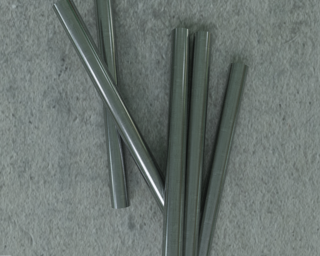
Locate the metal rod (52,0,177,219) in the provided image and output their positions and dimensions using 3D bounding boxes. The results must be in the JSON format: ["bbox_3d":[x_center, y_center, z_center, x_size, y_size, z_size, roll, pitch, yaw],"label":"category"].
[{"bbox_3d":[-0.048,-0.014,0.386,0.025,0.025,0.299,-27,99,0],"label":"metal rod"}]

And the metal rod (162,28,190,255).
[{"bbox_3d":[0.021,0.020,0.392,0.025,0.025,0.298,3,83,-1],"label":"metal rod"}]

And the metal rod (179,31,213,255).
[{"bbox_3d":[0.045,0.025,0.401,0.025,0.025,0.298,5,86,-1],"label":"metal rod"}]

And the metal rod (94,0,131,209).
[{"bbox_3d":[-0.064,-0.045,0.409,0.025,0.025,0.298,-5,90,-1],"label":"metal rod"}]

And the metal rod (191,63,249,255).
[{"bbox_3d":[0.075,0.063,0.411,0.025,0.025,0.298,12,90,-1],"label":"metal rod"}]
